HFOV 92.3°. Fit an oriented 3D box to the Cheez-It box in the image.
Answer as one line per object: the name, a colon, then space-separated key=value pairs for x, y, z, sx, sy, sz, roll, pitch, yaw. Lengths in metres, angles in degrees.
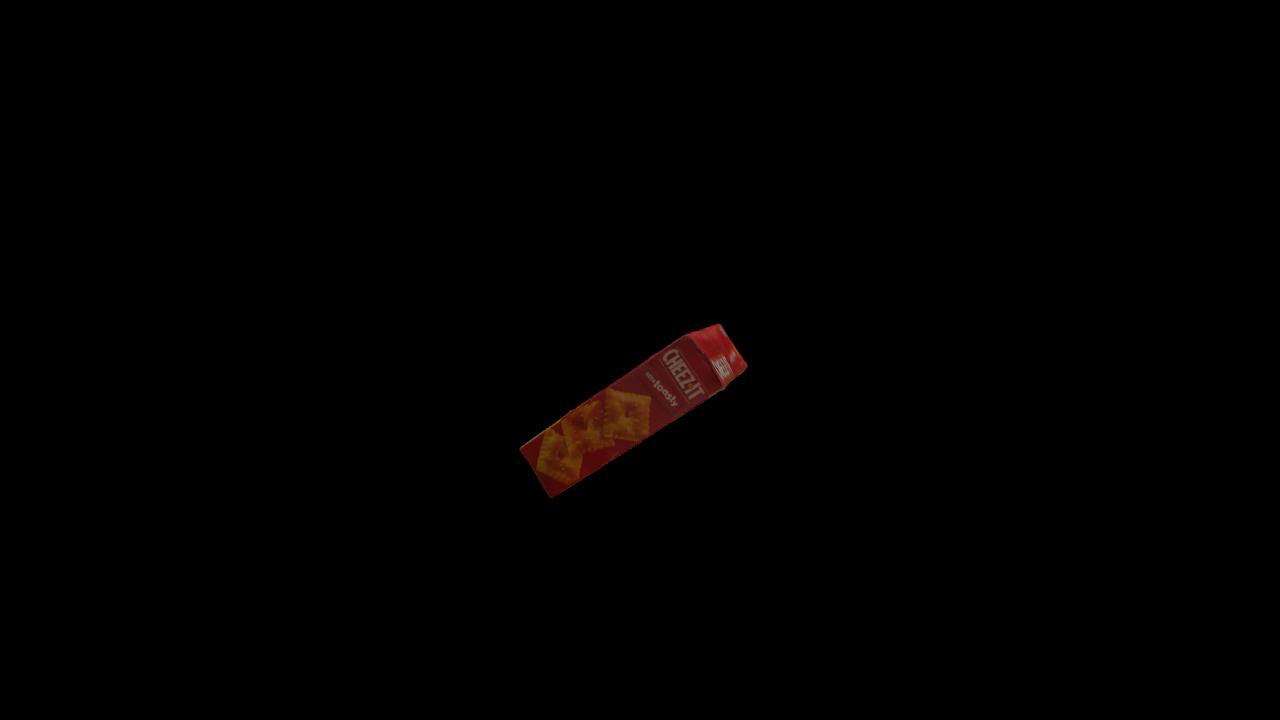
Cheez-It box: x=0.000 y=0.049 z=0.673 sx=0.223 sy=0.071 sz=0.166 roll=-34 pitch=-3 yaw=18
